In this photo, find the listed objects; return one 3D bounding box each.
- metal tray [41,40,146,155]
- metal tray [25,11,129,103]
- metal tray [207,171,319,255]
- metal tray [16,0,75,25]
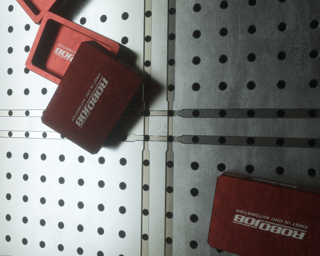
[{"bbox_3d":[-0.090,-0.039,0.419,0.090,0.030,0.129,34,108,-4],"label":"metal tray"},{"bbox_3d":[-0.122,-0.101,0.449,0.130,0.030,0.090,27,99,14],"label":"metal tray"},{"bbox_3d":[0.128,0.108,0.365,0.130,0.030,0.090,9,93,19],"label":"metal tray"},{"bbox_3d":[-0.161,-0.228,0.467,0.130,0.030,0.090,-44,77,14],"label":"metal tray"}]
